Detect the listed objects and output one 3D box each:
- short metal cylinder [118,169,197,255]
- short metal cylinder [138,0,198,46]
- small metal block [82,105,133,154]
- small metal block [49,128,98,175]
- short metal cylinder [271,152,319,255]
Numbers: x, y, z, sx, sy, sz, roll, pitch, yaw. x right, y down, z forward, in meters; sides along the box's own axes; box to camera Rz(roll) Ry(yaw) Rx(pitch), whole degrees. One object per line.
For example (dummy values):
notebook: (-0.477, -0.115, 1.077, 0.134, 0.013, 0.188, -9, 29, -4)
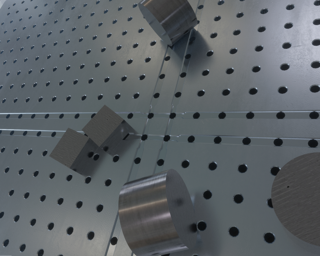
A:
short metal cylinder: (0.000, 0.088, 0.319, 0.050, 0.080, 0.080, -19, 54, 17)
short metal cylinder: (0.012, -0.173, 0.473, 0.050, 0.080, 0.080, -40, 51, 1)
small metal block: (-0.077, 0.001, 0.448, 0.050, 0.025, 0.050, -49, 52, -7)
small metal block: (-0.125, 0.033, 0.454, 0.050, 0.025, 0.050, 20, 72, 35)
short metal cylinder: (0.144, 0.068, 0.275, 0.080, 0.050, 0.080, -13, 56, 21)
